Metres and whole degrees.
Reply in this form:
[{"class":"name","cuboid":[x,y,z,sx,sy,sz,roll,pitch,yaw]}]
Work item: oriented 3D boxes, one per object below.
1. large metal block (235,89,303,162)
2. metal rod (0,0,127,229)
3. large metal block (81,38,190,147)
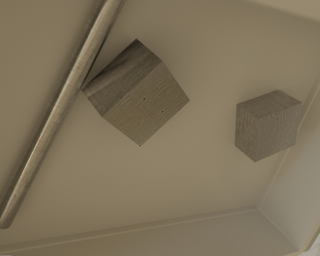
[{"class":"large metal block","cuboid":[0.167,-0.004,0.484,0.081,0.050,0.079,-20,126,-17]},{"class":"metal rod","cuboid":[-0.117,-0.011,0.338,0.025,0.025,0.298,21,107,-36]},{"class":"large metal block","cuboid":[-0.024,-0.036,0.346,0.080,0.050,0.080,-43,145,1]}]
